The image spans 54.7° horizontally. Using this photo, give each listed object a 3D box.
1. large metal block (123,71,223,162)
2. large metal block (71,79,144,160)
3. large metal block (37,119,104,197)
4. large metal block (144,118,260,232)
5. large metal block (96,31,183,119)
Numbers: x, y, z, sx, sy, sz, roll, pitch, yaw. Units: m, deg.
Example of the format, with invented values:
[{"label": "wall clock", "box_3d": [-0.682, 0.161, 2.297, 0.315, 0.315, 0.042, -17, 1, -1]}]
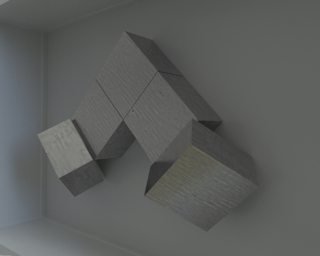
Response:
[{"label": "large metal block", "box_3d": [0.013, -0.009, 0.377, 0.080, 0.050, 0.080, -51, 60, 28]}, {"label": "large metal block", "box_3d": [-0.075, -0.012, 0.450, 0.080, 0.050, 0.080, -51, 60, 28]}, {"label": "large metal block", "box_3d": [-0.134, 0.047, 0.471, 0.080, 0.050, 0.080, 54, 164, 26]}, {"label": "large metal block", "box_3d": [0.042, 0.050, 0.326, 0.080, 0.050, 0.080, 32, 118, -12]}, {"label": "large metal block", "box_3d": [-0.030, -0.067, 0.413, 0.080, 0.050, 0.080, -51, 60, 28]}]
